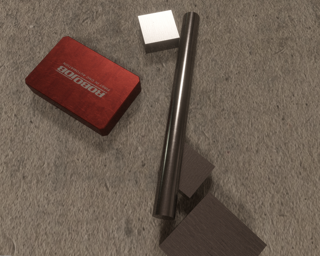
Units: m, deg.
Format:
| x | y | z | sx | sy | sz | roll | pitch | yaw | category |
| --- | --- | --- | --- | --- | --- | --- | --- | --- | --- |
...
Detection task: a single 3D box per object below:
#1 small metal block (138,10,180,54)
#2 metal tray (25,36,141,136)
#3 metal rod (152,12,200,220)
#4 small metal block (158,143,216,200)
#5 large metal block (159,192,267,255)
| x | y | z | sx | sy | sz | roll | pitch | yaw | category |
| --- | --- | --- | --- | --- | --- | --- | --- | --- | --- |
| -0.002 | -0.143 | 0.460 | 0.050 | 0.025 | 0.050 | -12 | 71 | -5 | small metal block |
| -0.103 | -0.059 | 0.426 | 0.130 | 0.030 | 0.090 | 31 | 73 | 10 | metal tray |
| 0.026 | -0.035 | 0.403 | 0.025 | 0.025 | 0.299 | 8 | 63 | 3 | metal rod |
| 0.033 | 0.054 | 0.389 | 0.050 | 0.025 | 0.050 | 39 | 74 | 12 | small metal block |
| 0.055 | 0.132 | 0.347 | 0.080 | 0.050 | 0.080 | 43 | 75 | 13 | large metal block |
